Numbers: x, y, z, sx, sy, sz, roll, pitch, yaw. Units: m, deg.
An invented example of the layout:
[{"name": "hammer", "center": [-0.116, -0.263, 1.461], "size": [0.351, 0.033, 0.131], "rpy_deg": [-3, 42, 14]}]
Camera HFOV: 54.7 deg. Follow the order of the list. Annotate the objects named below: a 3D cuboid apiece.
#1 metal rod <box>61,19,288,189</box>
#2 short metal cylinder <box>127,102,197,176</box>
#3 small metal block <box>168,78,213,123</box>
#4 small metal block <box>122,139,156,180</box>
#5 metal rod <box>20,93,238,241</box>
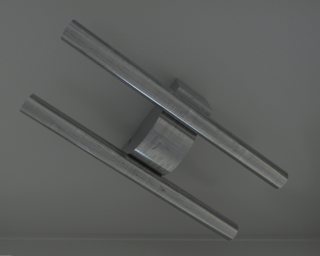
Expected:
[{"name": "metal rod", "center": [0.027, -0.018, 0.350], "size": [0.301, 0.025, 0.025], "rpy_deg": [34, 106, -12]}, {"name": "short metal cylinder", "center": [0.003, 0.012, 0.385], "size": [0.050, 0.080, 0.080], "rpy_deg": [35, 106, -12]}, {"name": "small metal block", "center": [0.035, -0.033, 0.384], "size": [0.050, 0.050, 0.025], "rpy_deg": [35, 106, -12]}, {"name": "small metal block", "center": [-0.029, 0.047, 0.413], "size": [0.050, 0.050, 0.025], "rpy_deg": [35, 106, -12]}, {"name": "metal rod", "center": [-0.027, 0.054, 0.377], "size": [0.301, 0.025, 0.025], "rpy_deg": [34, 106, -12]}]
